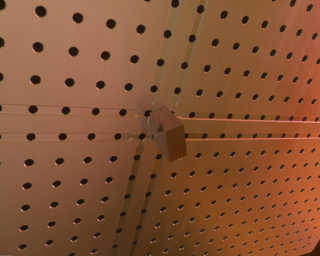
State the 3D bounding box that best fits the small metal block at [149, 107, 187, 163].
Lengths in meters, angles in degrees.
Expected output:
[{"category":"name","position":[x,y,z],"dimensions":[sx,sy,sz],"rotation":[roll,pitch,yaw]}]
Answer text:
[{"category":"small metal block","position":[0.010,0.008,0.405],"dimensions":[0.025,0.050,0.050],"rotation":[-21,127,-16]}]
